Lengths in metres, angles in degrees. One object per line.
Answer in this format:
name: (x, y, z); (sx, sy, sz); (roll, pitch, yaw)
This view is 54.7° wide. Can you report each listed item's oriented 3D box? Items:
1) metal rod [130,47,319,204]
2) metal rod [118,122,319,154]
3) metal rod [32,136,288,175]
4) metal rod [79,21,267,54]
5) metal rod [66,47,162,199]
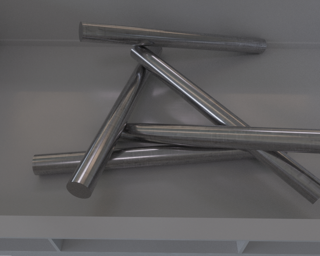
metal rod: (0.067, -0.021, 0.385); (0.025, 0.025, 0.300); (-34, 61, -25)
metal rod: (0.078, 0.010, 0.343); (0.301, 0.025, 0.025); (2, 48, 23)
metal rod: (0.004, 0.033, 0.376); (0.302, 0.025, 0.025); (-4, 50, -4)
metal rod: (0.036, -0.130, 0.458); (0.303, 0.025, 0.025); (-4, 48, -26)
metal rod: (-0.043, -0.036, 0.405); (0.025, 0.025, 0.301); (10, 42, 9)
